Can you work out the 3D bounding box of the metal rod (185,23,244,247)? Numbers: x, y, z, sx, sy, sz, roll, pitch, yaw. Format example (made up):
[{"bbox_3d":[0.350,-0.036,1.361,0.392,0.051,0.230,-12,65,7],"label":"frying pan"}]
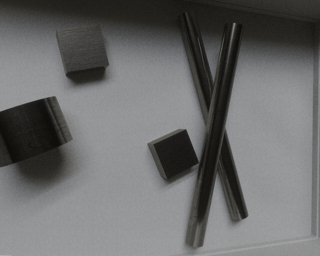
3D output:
[{"bbox_3d":[0.072,0.013,0.416,0.025,0.025,0.298,7,96,-20],"label":"metal rod"}]

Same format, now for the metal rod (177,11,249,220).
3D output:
[{"bbox_3d":[0.077,-0.013,0.440,0.025,0.025,0.298,-18,96,-19],"label":"metal rod"}]

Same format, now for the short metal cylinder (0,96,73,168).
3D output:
[{"bbox_3d":[-0.141,0.003,0.329,0.081,0.080,0.050,-22,98,-19],"label":"short metal cylinder"}]

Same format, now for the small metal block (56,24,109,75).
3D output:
[{"bbox_3d":[-0.094,-0.095,0.376,0.050,0.025,0.050,-14,95,-20],"label":"small metal block"}]

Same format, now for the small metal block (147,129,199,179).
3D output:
[{"bbox_3d":[0.018,0.034,0.418,0.050,0.025,0.050,-24,98,-19],"label":"small metal block"}]
